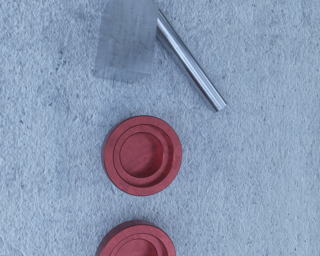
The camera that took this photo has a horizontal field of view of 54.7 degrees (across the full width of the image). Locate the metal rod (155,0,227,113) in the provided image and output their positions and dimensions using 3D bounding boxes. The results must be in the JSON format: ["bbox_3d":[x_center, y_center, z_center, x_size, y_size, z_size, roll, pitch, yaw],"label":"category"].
[{"bbox_3d":[-0.005,-0.144,0.406,0.025,0.025,0.300,-42,103,-15],"label":"metal rod"}]

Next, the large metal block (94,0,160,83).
[{"bbox_3d":[-0.042,-0.101,0.364,0.050,0.080,0.080,7,88,-20],"label":"large metal block"}]

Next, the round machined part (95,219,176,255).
[{"bbox_3d":[-0.033,0.163,0.388,0.099,0.042,0.097,0,90,-20],"label":"round machined part"}]

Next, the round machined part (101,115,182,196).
[{"bbox_3d":[-0.025,0.033,0.391,0.099,0.042,0.097,0,90,-20],"label":"round machined part"}]
